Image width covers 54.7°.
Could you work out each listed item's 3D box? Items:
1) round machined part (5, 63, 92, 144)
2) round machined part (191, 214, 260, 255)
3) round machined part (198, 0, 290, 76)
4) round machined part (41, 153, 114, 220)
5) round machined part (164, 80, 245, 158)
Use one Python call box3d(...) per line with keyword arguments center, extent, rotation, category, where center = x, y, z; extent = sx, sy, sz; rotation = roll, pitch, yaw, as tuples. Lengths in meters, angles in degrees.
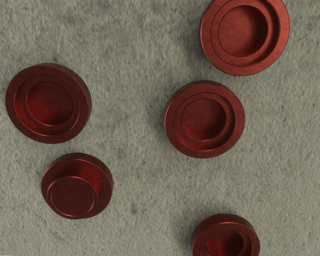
box3d(center=(-0.134, -0.033, 0.387), extent=(0.099, 0.042, 0.097), rotation=(0, 110, -1), category="round machined part")
box3d(center=(0.095, 0.169, 0.465), extent=(0.099, 0.042, 0.097), rotation=(0, 110, -1), category="round machined part")
box3d(center=(0.094, -0.113, 0.361), extent=(0.099, 0.042, 0.097), rotation=(0, 110, -1), category="round machined part")
box3d(center=(-0.117, 0.087, 0.431), extent=(0.099, 0.042, 0.097), rotation=(0, 110, -1), category="round machined part")
box3d(center=(0.054, -0.014, 0.397), extent=(0.099, 0.042, 0.097), rotation=(0, 110, -1), category="round machined part")
